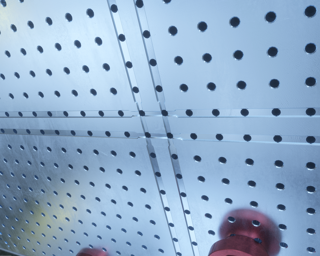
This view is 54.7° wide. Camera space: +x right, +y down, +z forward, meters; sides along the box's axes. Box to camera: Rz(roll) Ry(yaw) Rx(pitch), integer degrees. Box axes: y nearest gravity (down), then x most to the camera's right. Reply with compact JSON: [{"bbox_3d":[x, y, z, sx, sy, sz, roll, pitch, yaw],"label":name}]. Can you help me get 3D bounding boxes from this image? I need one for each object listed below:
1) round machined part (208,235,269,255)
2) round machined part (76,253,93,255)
[{"bbox_3d":[0.121,0.199,0.459,0.098,0.042,0.097,13,124,20],"label":"round machined part"},{"bbox_3d":[-0.160,0.328,0.684,0.098,0.042,0.097,13,124,20],"label":"round machined part"}]
